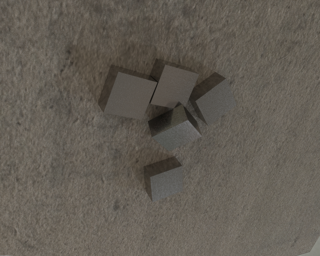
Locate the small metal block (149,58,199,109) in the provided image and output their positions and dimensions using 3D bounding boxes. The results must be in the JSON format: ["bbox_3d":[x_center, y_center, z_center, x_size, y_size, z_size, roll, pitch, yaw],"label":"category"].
[{"bbox_3d":[0.013,-0.053,0.383,0.050,0.025,0.050,8,114,-33],"label":"small metal block"}]

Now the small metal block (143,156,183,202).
[{"bbox_3d":[0.005,0.076,0.458,0.050,0.025,0.050,-17,125,-19],"label":"small metal block"}]

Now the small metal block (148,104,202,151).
[{"bbox_3d":[0.020,0.001,0.403,0.050,0.025,0.050,-26,145,15],"label":"small metal block"}]

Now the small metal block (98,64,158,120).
[{"bbox_3d":[-0.038,-0.041,0.362,0.050,0.025,0.050,10,113,-33],"label":"small metal block"}]

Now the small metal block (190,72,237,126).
[{"bbox_3d":[0.071,-0.039,0.423,0.050,0.025,0.050,-37,130,-4],"label":"small metal block"}]
